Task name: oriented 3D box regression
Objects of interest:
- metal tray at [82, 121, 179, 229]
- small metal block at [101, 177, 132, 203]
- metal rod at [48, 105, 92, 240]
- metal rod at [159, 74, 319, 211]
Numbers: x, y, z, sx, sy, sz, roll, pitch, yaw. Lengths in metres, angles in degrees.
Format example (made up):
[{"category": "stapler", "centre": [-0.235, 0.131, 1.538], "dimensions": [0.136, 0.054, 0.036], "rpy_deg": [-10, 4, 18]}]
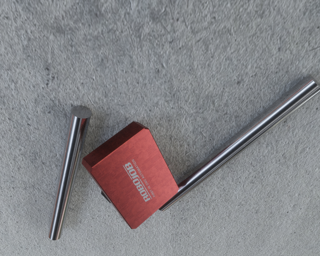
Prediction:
[{"category": "metal tray", "centre": [-0.035, 0.067, 0.424], "dimensions": [0.090, 0.030, 0.130], "rpy_deg": [-38, 126, -18]}, {"category": "small metal block", "centre": [-0.055, 0.077, 0.456], "dimensions": [0.050, 0.050, 0.025], "rpy_deg": [-19, 128, 15]}, {"category": "metal rod", "centre": [-0.146, 0.088, 0.479], "dimensions": [0.025, 0.025, 0.298], "rpy_deg": [14, 129, -12]}, {"category": "metal rod", "centre": [0.093, 0.037, 0.439], "dimensions": [0.025, 0.025, 0.299], "rpy_deg": [30, 124, -24]}]
